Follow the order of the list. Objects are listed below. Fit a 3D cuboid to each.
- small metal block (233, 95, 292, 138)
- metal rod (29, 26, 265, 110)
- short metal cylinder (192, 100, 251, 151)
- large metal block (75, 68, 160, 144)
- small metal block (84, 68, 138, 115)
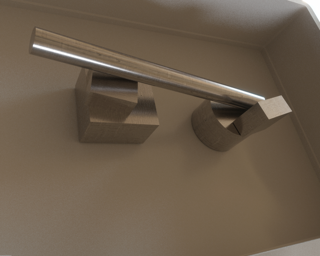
[{"bbox_3d":[0.133,-0.015,0.405,0.050,0.050,0.025,-16,70,-35],"label":"small metal block"},{"bbox_3d":[0.012,-0.056,0.356,0.302,0.025,0.025,10,57,-32],"label":"metal rod"},{"bbox_3d":[0.094,-0.013,0.448,0.081,0.050,0.080,14,56,-21],"label":"short metal cylinder"},{"bbox_3d":[-0.054,-0.028,0.375,0.081,0.050,0.080,3,61,-27],"label":"large metal block"},{"bbox_3d":[-0.052,-0.047,0.341,0.050,0.025,0.050,12,56,-22],"label":"small metal block"}]
